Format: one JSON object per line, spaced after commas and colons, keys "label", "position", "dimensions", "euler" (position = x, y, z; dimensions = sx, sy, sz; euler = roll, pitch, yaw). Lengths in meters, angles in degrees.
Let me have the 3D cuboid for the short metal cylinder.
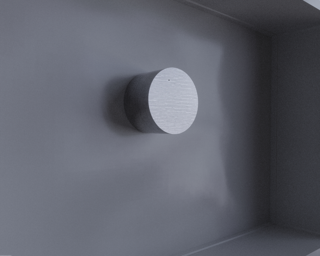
{"label": "short metal cylinder", "position": [0.002, -0.033, 0.391], "dimensions": [0.081, 0.050, 0.080], "euler": [0, 90, -40]}
